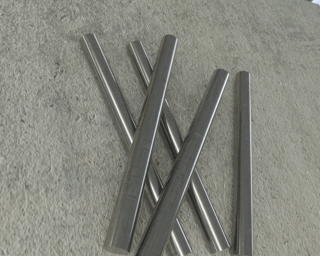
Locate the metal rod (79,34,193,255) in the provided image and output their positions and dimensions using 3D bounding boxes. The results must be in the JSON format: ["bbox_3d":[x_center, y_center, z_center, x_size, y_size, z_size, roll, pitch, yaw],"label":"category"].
[{"bbox_3d":[-0.037,0.008,0.378,0.025,0.025,0.299,-13,69,-34],"label":"metal rod"}]

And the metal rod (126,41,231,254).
[{"bbox_3d":[0.016,0.010,0.405,0.025,0.025,0.299,-9,66,-32],"label":"metal rod"}]

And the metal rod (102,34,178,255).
[{"bbox_3d":[-0.013,-0.008,0.367,0.025,0.025,0.300,23,53,-14],"label":"metal rod"}]

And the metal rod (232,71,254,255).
[{"bbox_3d":[0.120,0.031,0.449,0.025,0.025,0.300,22,54,-15],"label":"metal rod"}]

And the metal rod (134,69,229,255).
[{"bbox_3d":[0.038,0.025,0.375,0.025,0.025,0.301,33,51,-7],"label":"metal rod"}]
